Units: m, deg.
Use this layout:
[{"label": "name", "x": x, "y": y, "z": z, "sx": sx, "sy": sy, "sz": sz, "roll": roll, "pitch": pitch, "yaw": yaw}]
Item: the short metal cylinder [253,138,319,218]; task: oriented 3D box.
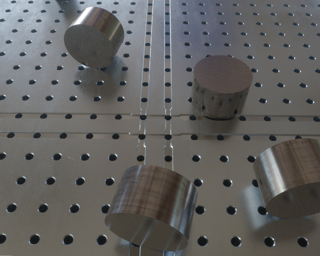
[{"label": "short metal cylinder", "x": 0.146, "y": 0.055, "z": 0.328, "sx": 0.081, "sy": 0.080, "sz": 0.050, "roll": -3, "pitch": 50, "yaw": -3}]

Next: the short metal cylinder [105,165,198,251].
[{"label": "short metal cylinder", "x": -0.007, "y": 0.080, "z": 0.305, "sx": 0.080, "sy": 0.080, "sz": 0.050, "roll": 11, "pitch": 51, "yaw": 9}]

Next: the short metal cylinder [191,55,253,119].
[{"label": "short metal cylinder", "x": 0.086, "y": -0.059, "z": 0.442, "sx": 0.081, "sy": 0.050, "sz": 0.080, "roll": 0, "pitch": 50, "yaw": 0}]

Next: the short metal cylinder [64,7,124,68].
[{"label": "short metal cylinder", "x": -0.103, "y": -0.142, "z": 0.490, "sx": 0.080, "sy": 0.080, "sz": 0.050, "roll": 10, "pitch": 51, "yaw": 8}]
